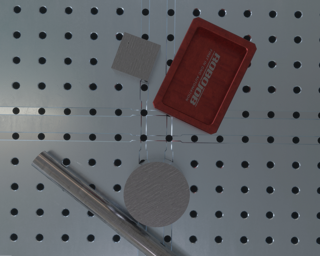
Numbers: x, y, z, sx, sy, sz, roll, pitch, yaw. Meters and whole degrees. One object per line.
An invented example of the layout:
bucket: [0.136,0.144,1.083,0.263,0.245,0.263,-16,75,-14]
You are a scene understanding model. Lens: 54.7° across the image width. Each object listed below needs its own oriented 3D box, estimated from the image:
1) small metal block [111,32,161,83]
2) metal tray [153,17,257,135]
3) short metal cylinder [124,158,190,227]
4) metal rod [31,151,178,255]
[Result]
small metal block: [-0.031,-0.092,0.413,0.050,0.025,0.050,20,90,0]
metal tray: [0.058,-0.067,0.411,0.090,0.030,0.129,26,90,0]
short metal cylinder: [-0.004,0.081,0.401,0.081,0.050,0.079,0,90,0]
metal rod: [-0.044,0.133,0.413,0.300,0.025,0.025,38,90,0]
